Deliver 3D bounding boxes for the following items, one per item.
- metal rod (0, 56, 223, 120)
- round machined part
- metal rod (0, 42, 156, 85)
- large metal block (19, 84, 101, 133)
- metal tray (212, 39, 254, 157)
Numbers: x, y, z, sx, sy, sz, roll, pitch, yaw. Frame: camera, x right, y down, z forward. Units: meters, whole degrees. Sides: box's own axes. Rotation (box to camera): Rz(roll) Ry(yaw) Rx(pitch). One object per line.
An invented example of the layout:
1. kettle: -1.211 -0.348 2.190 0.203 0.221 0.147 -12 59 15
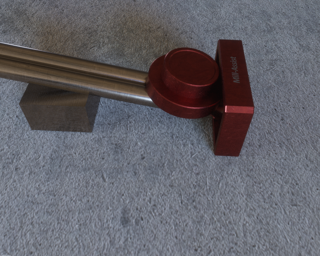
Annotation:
1. metal rod: -0.066 -0.050 0.387 0.302 0.025 0.025 10 50 -8
2. round machined part: 0.035 -0.062 0.383 0.099 0.042 0.098 7 52 -9
3. metal rod: -0.064 -0.070 0.404 0.302 0.025 0.025 10 50 -9
4. large metal block: -0.128 -0.042 0.417 0.080 0.050 0.080 3 50 2
5. metal tray: 0.087 -0.040 0.396 0.030 0.089 0.130 3 50 2
